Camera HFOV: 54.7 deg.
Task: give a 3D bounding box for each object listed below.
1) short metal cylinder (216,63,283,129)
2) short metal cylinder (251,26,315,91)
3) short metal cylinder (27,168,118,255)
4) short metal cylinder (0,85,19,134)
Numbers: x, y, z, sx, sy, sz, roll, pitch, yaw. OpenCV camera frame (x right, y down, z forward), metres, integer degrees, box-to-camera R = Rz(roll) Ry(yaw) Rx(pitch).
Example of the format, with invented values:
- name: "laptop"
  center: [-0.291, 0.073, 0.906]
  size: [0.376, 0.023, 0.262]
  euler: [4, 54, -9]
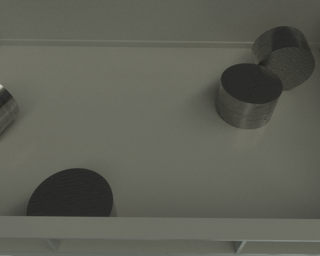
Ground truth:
- name: "short metal cylinder"
  center: [0.121, -0.044, 0.428]
  size: [0.081, 0.050, 0.080]
  euler: [0, 50, 0]
- name: "short metal cylinder"
  center: [0.179, -0.101, 0.457]
  size: [0.080, 0.080, 0.050]
  euler: [3, 50, 2]
- name: "short metal cylinder"
  center: [-0.085, 0.088, 0.314]
  size: [0.081, 0.050, 0.080]
  euler: [0, 50, 0]
- name: "short metal cylinder"
  center: [-0.228, -0.025, 0.387]
  size: [0.080, 0.080, 0.050]
  euler: [17, 52, 13]
